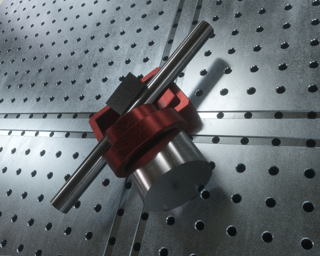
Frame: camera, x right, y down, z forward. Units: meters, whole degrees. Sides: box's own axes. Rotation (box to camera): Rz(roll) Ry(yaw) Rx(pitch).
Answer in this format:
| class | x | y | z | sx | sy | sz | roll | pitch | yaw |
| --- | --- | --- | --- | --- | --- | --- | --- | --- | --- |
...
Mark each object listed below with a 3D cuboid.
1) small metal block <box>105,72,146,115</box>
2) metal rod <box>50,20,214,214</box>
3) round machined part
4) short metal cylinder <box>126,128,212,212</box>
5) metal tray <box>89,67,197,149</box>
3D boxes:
| class | x | y | z | sx | sy | sz | roll | pitch | yaw |
| --- | --- | --- | --- | --- | --- | --- | --- | --- | --- |
| small metal block | -0.042 | -0.044 | 0.412 | 0.025 | 0.050 | 0.050 | 38 | 93 | 1 |
| metal rod | -0.030 | -0.021 | 0.396 | 0.025 | 0.025 | 0.300 | 32 | 79 | 37 |
| round machined part | -0.020 | 0.010 | 0.351 | 0.098 | 0.098 | 0.042 | -39 | 73 | 1 |
| short metal cylinder | 0.009 | 0.046 | 0.337 | 0.080 | 0.080 | 0.050 | -37 | 51 | 3 |
| metal tray | -0.027 | -0.015 | 0.426 | 0.130 | 0.030 | 0.090 | -37 | 51 | 3 |
